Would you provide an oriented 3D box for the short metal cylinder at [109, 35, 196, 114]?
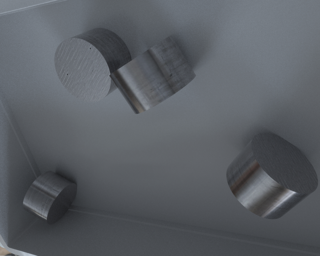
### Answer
[{"bbox_3d":[-0.008,-0.058,0.341,0.080,0.080,0.050,-24,105,36],"label":"short metal cylinder"}]

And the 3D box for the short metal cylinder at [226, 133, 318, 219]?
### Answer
[{"bbox_3d":[0.121,0.052,0.341,0.080,0.080,0.050,34,129,6],"label":"short metal cylinder"}]

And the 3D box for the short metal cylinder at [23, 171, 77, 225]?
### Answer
[{"bbox_3d":[-0.194,0.123,0.552,0.050,0.080,0.079,25,127,12],"label":"short metal cylinder"}]

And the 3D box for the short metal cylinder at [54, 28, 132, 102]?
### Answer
[{"bbox_3d":[-0.082,-0.079,0.387,0.080,0.050,0.079,13,124,21],"label":"short metal cylinder"}]
